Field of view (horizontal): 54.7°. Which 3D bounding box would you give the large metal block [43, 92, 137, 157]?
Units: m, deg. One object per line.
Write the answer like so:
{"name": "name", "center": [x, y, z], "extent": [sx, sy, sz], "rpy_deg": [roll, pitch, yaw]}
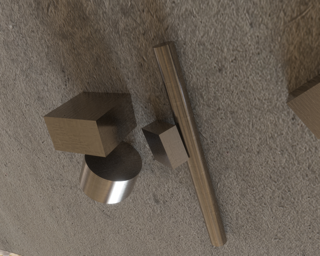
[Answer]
{"name": "large metal block", "center": [-0.089, -0.009, 0.411], "extent": [0.080, 0.080, 0.050], "rpy_deg": [5, 121, 25]}

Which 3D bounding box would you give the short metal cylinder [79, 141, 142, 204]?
{"name": "short metal cylinder", "center": [-0.071, 0.060, 0.444], "extent": [0.080, 0.080, 0.050], "rpy_deg": [30, 128, 9]}

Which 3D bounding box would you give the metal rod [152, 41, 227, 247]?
{"name": "metal rod", "center": [0.046, 0.037, 0.404], "extent": [0.025, 0.025, 0.298], "rpy_deg": [-4, 117, 30]}

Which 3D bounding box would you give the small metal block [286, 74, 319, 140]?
{"name": "small metal block", "center": [0.164, -0.025, 0.305], "extent": [0.050, 0.025, 0.050], "rpy_deg": [47, 129, -5]}

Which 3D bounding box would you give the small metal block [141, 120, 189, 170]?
{"name": "small metal block", "center": [0.006, 0.020, 0.400], "extent": [0.050, 0.025, 0.050], "rpy_deg": [18, 135, 60]}
